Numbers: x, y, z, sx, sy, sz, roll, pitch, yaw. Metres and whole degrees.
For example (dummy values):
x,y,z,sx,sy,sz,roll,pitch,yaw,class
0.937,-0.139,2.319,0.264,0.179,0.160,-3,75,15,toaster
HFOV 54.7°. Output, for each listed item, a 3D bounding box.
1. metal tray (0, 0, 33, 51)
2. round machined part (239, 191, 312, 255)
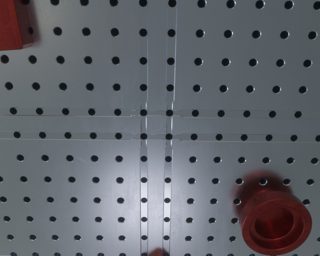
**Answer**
x,y,z,sx,sy,sz,roll,pitch,yaw,class
-0.226,-0.134,0.359,0.131,0.030,0.089,-4,110,1,metal tray
0.165,0.134,0.455,0.099,0.042,0.097,0,110,0,round machined part
